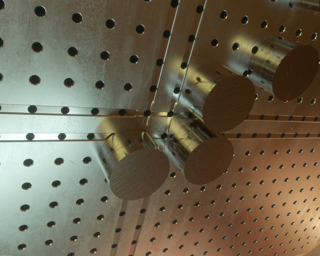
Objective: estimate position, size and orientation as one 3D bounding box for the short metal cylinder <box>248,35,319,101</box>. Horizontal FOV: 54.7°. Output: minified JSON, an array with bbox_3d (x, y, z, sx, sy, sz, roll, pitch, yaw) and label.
[{"bbox_3d":[0.173,-0.085,0.437,0.081,0.050,0.079,-14,124,-21],"label":"short metal cylinder"}]

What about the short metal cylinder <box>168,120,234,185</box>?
[{"bbox_3d":[0.058,0.035,0.448,0.081,0.050,0.079,-14,124,-21],"label":"short metal cylinder"}]

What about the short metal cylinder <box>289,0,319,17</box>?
[{"bbox_3d":[0.215,-0.186,0.397,0.081,0.050,0.079,-14,124,-21],"label":"short metal cylinder"}]

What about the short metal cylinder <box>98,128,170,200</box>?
[{"bbox_3d":[-0.034,0.047,0.405,0.081,0.050,0.079,-14,124,-21],"label":"short metal cylinder"}]

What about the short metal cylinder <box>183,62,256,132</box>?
[{"bbox_3d":[0.078,-0.041,0.412,0.081,0.050,0.079,-14,124,-21],"label":"short metal cylinder"}]
